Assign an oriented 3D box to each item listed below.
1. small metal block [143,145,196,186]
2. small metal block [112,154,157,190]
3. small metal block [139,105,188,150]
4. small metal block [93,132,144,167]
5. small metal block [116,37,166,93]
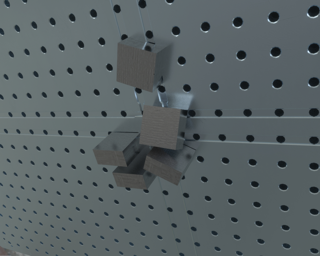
[{"bbox_3d":[0.013,0.042,0.414,0.050,0.050,0.025,25,129,13],"label":"small metal block"},{"bbox_3d":[-0.032,0.062,0.451,0.050,0.050,0.025,0,118,28],"label":"small metal block"},{"bbox_3d":[0.004,-0.001,0.395,0.050,0.025,0.050,8,92,24],"label":"small metal block"},{"bbox_3d":[-0.059,0.029,0.445,0.050,0.050,0.025,1,119,28],"label":"small metal block"},{"bbox_3d":[-0.024,-0.077,0.377,0.050,0.025,0.050,19,126,17],"label":"small metal block"}]
